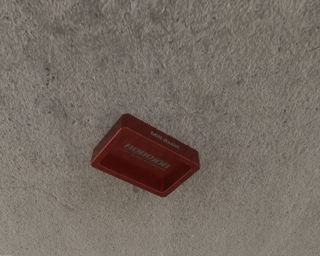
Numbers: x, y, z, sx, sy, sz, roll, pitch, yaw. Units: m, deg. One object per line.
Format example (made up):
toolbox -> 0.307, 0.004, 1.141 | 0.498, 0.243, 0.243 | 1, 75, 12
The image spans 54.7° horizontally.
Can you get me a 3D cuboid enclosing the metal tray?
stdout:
metal tray -> -0.020, 0.044, 0.443 | 0.131, 0.030, 0.090 | 29, 124, -23
